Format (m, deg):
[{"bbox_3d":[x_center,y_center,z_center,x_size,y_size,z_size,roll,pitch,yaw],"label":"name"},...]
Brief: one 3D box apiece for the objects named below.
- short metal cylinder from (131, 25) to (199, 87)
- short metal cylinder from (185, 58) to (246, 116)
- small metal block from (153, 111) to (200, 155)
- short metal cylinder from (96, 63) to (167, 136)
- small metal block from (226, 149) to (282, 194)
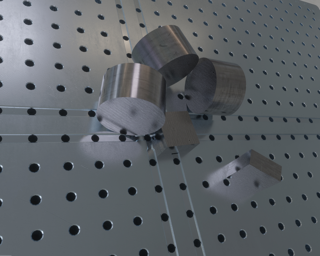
[{"bbox_3d":[0.007,-0.098,0.436,0.081,0.080,0.050,-20,72,-35],"label":"short metal cylinder"},{"bbox_3d":[0.078,-0.059,0.451,0.050,0.080,0.080,3,60,-27],"label":"short metal cylinder"},{"bbox_3d":[0.019,0.006,0.415,0.050,0.025,0.050,-5,64,-30],"label":"small metal block"},{"bbox_3d":[-0.033,-0.033,0.375,0.081,0.080,0.050,16,56,-20],"label":"short metal cylinder"},{"bbox_3d":[0.128,0.061,0.425,0.050,0.050,0.025,29,52,-10],"label":"small metal block"}]
